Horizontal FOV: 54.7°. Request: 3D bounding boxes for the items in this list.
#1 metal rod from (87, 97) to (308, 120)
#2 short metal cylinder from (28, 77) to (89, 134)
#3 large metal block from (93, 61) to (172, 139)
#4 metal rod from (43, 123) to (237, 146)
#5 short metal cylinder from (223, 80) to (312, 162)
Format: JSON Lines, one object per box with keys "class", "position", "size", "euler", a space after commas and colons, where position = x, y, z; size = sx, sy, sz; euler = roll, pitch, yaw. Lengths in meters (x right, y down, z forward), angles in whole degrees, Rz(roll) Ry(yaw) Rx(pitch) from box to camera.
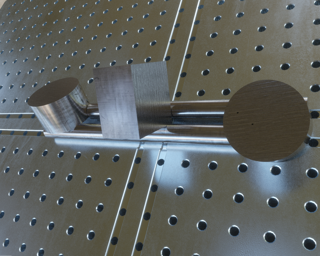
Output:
{"class": "metal rod", "position": [0.028, -0.024, 0.407], "size": [0.300, 0.025, 0.025], "euler": [1, 62, 28]}
{"class": "short metal cylinder", "position": [-0.152, -0.036, 0.475], "size": [0.080, 0.050, 0.080], "euler": [-14, 34, 10]}
{"class": "large metal block", "position": [-0.029, -0.036, 0.372], "size": [0.050, 0.080, 0.079], "euler": [1, 104, 29]}
{"class": "metal rod", "position": [-0.045, 0.006, 0.428], "size": [0.300, 0.025, 0.025], "euler": [1, 62, 28]}
{"class": "short metal cylinder", "position": [0.112, -0.005, 0.319], "size": [0.080, 0.050, 0.080], "euler": [-4, 82, 28]}
